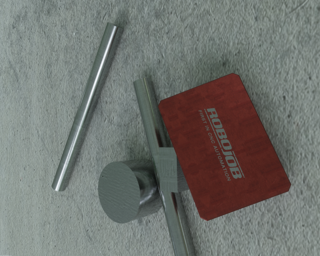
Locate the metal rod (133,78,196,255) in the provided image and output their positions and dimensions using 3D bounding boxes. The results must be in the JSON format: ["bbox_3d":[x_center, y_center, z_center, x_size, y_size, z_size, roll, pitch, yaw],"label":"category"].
[{"bbox_3d":[0.011,0.078,0.395,0.025,0.025,0.299,-23,76,38],"label":"metal rod"}]

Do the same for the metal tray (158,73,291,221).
[{"bbox_3d":[0.062,0.018,0.320,0.090,0.030,0.130,-21,74,2],"label":"metal tray"}]

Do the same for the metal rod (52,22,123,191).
[{"bbox_3d":[-0.124,-0.023,0.506,0.025,0.025,0.298,37,113,34],"label":"metal rod"}]

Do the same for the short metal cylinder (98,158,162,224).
[{"bbox_3d":[-0.038,0.083,0.421,0.080,0.050,0.079,0,90,40],"label":"short metal cylinder"}]

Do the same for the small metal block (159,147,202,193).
[{"bbox_3d":[0.025,0.047,0.368,0.025,0.050,0.050,-3,88,40],"label":"small metal block"}]
